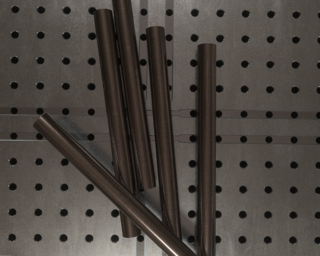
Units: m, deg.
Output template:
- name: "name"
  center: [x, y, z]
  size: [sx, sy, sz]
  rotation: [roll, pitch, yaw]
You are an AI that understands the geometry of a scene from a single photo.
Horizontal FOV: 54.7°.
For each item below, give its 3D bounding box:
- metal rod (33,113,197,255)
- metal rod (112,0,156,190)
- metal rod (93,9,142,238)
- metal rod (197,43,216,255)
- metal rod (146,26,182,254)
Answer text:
- name: "metal rod"
  center: [-0.040, 0.094, 0.386]
  size: [0.300, 0.025, 0.025]
  rotation: [44, 90, 0]
- name: "metal rod"
  center: [-0.037, -0.068, 0.412]
  size: [0.025, 0.025, 0.298]
  rotation: [-8, 90, 0]
- name: "metal rod"
  center: [-0.057, -0.006, 0.412]
  size: [0.025, 0.025, 0.298]
  rotation: [-8, 90, 0]
- name: "metal rod"
  center: [0.062, 0.039, 0.414]
  size: [0.025, 0.025, 0.298]
  rotation: [0, 90, -1]
- name: "metal rod"
  center: [0.006, 0.017, 0.413]
  size: [0.025, 0.025, 0.298]
  rotation: [-5, 90, -1]
